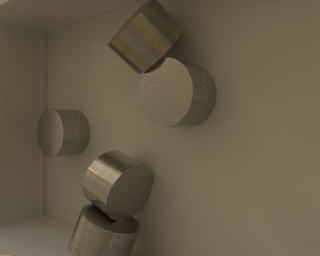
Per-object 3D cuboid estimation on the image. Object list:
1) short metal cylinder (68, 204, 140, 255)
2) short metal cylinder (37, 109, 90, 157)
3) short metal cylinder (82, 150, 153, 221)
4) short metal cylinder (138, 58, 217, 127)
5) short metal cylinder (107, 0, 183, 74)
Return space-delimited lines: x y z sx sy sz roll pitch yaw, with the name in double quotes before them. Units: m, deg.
"short metal cylinder" -0.072 0.140 0.406 0.080 0.080 0.050 23 95 37
"short metal cylinder" -0.165 0.008 0.527 0.080 0.050 0.080 0 90 40
"short metal cylinder" -0.055 0.076 0.417 0.050 0.081 0.079 24 105 37
"short metal cylinder" 0.020 -0.041 0.374 0.080 0.050 0.080 0 90 40
"short metal cylinder" -0.019 -0.113 0.379 0.080 0.050 0.080 -40 22 20
